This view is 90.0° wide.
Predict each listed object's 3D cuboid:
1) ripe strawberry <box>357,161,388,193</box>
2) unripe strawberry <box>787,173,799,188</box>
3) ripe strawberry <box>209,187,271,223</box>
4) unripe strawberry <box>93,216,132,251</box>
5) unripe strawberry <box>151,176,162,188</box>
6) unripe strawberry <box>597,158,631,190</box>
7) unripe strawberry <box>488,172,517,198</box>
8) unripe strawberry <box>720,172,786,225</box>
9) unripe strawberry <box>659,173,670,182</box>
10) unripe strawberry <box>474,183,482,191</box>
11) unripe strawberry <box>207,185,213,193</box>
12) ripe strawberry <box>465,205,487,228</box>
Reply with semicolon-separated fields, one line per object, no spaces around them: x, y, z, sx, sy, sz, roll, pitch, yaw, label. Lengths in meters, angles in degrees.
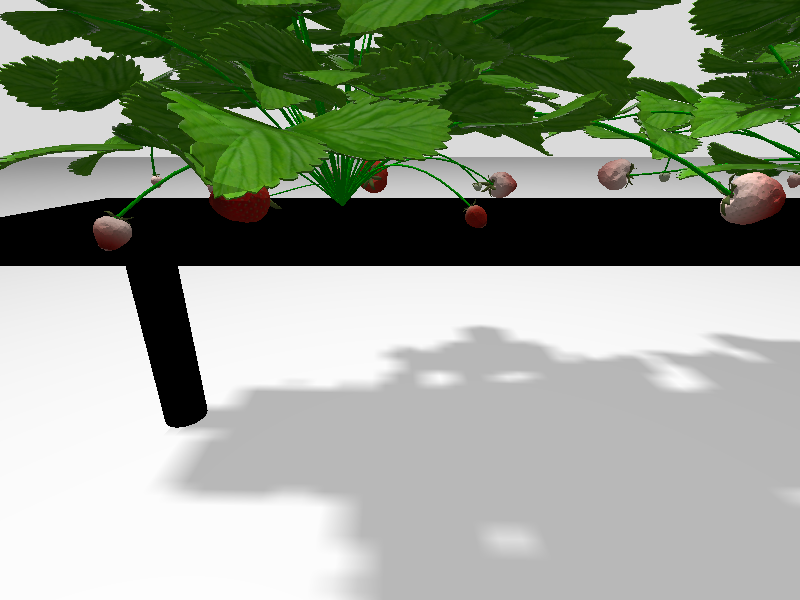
-0.030;-0.139;0.448;0.034;0.036;0.037;4;21;9;ripe strawberry
0.477;-0.144;0.483;0.015;0.016;0.017;10;23;25;unripe strawberry
-0.103;-0.065;0.256;0.036;0.031;0.036;12;25;29;ripe strawberry
-0.143;-0.032;0.199;0.016;0.017;0.016;12;-9;29;unripe strawberry
-0.259;-0.126;0.427;0.010;0.012;0.012;9;23;22;unripe strawberry
0.245;-0.144;0.459;0.033;0.034;0.030;16;26;37;unripe strawberry
0.099;-0.110;0.383;0.025;0.024;0.027;-4;21;-17;unripe strawberry
0.221;-0.062;0.250;0.030;0.032;0.028;18;25;13;unripe strawberry
0.312;-0.145;0.473;0.011;0.011;0.011;-12;24;-29;unripe strawberry
0.087;-0.126;0.447;0.010;0.010;0.009;-42;39;-21;unripe strawberry
-0.193;-0.119;0.419;0.019;0.017;0.019;-35;-2;36;unripe strawberry
0.048;-0.051;0.248;0.015;0.015;0.013;-19;-18;-41;ripe strawberry
